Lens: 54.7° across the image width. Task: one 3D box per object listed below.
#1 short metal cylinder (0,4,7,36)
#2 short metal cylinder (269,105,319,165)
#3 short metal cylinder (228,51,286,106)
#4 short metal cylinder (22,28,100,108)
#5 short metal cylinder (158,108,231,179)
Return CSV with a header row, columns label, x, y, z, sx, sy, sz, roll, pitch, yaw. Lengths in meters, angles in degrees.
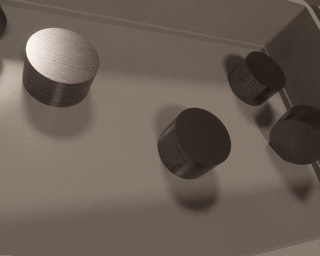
label,x,y,z,sx,sy,sz,roll,pitch,yaw
short metal cylinder,-0.216,-0.129,0.333,0.081,0.080,0.050,-19,72,-35
short metal cylinder,0.221,0.011,0.486,0.080,0.080,0.050,48,51,5
short metal cylinder,0.166,-0.085,0.534,0.081,0.050,0.080,14,56,-21
short metal cylinder,-0.119,-0.071,0.370,0.081,0.050,0.080,14,56,-21
short metal cylinder,0.044,0.021,0.403,0.081,0.050,0.080,14,56,-21
